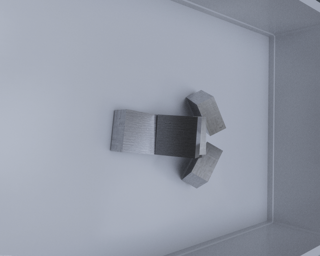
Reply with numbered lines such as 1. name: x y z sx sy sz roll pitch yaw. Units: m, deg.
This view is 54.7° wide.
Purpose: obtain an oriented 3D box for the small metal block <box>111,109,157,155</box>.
1. small metal block: -0.030 0.006 0.380 0.050 0.025 0.050 8 85 -40

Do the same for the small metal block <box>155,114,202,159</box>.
1. small metal block: 0.023 0.010 0.386 0.025 0.050 0.050 2 92 -72

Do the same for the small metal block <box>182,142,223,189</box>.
1. small metal block: 0.059 0.053 0.437 0.025 0.050 0.050 31 66 1

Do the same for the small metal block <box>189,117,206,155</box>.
1. small metal block: 0.035 0.010 0.420 0.025 0.050 0.050 1 89 -40

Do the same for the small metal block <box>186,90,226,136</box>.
1. small metal block: 0.065 -0.023 0.442 0.025 0.050 0.050 -27 111 -3
